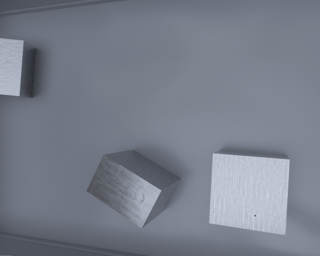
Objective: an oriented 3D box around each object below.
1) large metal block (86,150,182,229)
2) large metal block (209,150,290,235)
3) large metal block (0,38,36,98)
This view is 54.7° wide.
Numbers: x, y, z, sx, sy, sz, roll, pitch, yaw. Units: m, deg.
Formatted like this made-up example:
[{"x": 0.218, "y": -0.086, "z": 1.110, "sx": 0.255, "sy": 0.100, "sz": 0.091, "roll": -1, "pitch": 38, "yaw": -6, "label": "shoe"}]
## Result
[{"x": -0.029, "y": 0.071, "z": 0.391, "sx": 0.080, "sy": 0.080, "sz": 0.050, "roll": 29, "pitch": 100, "yaw": 17, "label": "large metal block"}, {"x": 0.104, "y": 0.070, "z": 0.360, "sx": 0.080, "sy": 0.050, "sz": 0.079, "roll": 3, "pitch": 91, "yaw": 19, "label": "large metal block"}, {"x": -0.239, "y": -0.090, "z": 0.465, "sx": 0.081, "sy": 0.050, "sz": 0.079, "roll": 5, "pitch": 92, "yaw": -3, "label": "large metal block"}]
